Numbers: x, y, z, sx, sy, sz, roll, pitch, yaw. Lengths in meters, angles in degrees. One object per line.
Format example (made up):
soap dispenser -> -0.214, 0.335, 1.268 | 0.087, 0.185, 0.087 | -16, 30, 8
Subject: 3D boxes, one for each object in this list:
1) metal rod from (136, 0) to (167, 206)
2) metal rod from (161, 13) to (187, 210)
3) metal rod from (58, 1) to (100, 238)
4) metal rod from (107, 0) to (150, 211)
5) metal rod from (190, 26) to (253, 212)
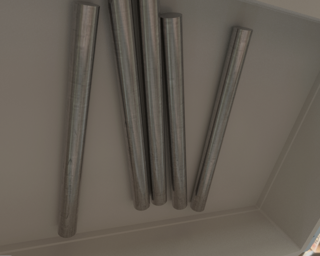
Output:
metal rod -> -0.007, -0.014, 0.397 | 0.025, 0.025, 0.298 | -16, 125, -20
metal rod -> 0.022, 0.000, 0.422 | 0.025, 0.025, 0.298 | -18, 126, -19
metal rod -> -0.099, 0.011, 0.362 | 0.025, 0.025, 0.298 | -2, 120, -28
metal rod -> -0.034, -0.010, 0.385 | 0.025, 0.025, 0.298 | -16, 125, -20
metal rod -> 0.084, 0.005, 0.459 | 0.025, 0.025, 0.298 | -6, 121, -26
